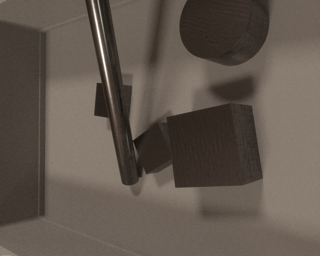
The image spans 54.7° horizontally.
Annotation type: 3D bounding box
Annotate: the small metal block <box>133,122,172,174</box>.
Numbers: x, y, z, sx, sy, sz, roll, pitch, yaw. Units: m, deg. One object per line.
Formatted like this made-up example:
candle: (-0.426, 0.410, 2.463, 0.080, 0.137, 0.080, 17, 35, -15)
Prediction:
small metal block: (-0.002, 0.027, 0.407, 0.050, 0.025, 0.050, -36, 68, 34)

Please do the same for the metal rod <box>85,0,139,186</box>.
metal rod: (-0.058, -0.057, 0.374, 0.025, 0.025, 0.298, 17, 126, 38)

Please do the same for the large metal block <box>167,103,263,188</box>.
large metal block: (0.059, 0.021, 0.341, 0.080, 0.050, 0.080, -11, 83, 39)

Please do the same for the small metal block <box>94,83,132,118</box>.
small metal block: (-0.071, -0.040, 0.463, 0.050, 0.025, 0.050, 10, 96, 39)

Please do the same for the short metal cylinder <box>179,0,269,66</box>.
short metal cylinder: (0.068, -0.111, 0.333, 0.080, 0.050, 0.079, 0, 90, 39)
